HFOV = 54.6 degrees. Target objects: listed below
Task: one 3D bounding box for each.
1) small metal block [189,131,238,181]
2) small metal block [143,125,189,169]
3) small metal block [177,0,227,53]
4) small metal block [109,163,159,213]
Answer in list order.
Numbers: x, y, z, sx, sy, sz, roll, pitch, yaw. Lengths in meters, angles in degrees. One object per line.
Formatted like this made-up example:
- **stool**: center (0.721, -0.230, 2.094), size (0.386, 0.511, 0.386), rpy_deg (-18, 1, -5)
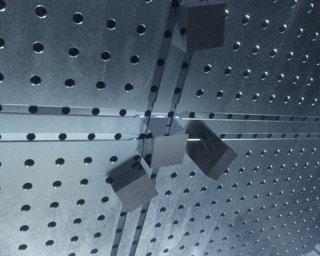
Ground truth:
- **small metal block**: center (0.079, 0.041, 0.463), size (0.025, 0.050, 0.050), rpy_deg (30, 102, -38)
- **small metal block**: center (0.008, 0.026, 0.431), size (0.050, 0.025, 0.050), rpy_deg (-5, 121, -26)
- **small metal block**: center (0.048, -0.120, 0.362), size (0.050, 0.025, 0.050), rpy_deg (-15, 125, -20)
- **small metal block**: center (-0.036, 0.086, 0.444), size (0.050, 0.025, 0.050), rpy_deg (-31, 129, -8)
